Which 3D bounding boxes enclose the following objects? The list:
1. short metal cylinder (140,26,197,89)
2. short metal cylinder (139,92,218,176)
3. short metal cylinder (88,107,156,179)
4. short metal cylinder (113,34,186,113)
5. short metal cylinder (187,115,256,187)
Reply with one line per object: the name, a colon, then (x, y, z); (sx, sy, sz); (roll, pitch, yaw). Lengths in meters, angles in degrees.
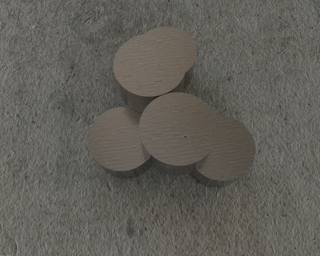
short metal cylinder: (0.008, -0.092, 0.430); (0.081, 0.050, 0.080); (0, 70, 0)
short metal cylinder: (0.019, 0.008, 0.339); (0.081, 0.050, 0.080); (0, 70, -1)
short metal cylinder: (-0.044, 0.020, 0.388); (0.081, 0.050, 0.080); (0, 70, 0)
short metal cylinder: (-0.011, -0.062, 0.365); (0.080, 0.050, 0.080); (0, 70, 0)
short metal cylinder: (0.071, 0.030, 0.385); (0.081, 0.050, 0.080); (0, 70, 0)
